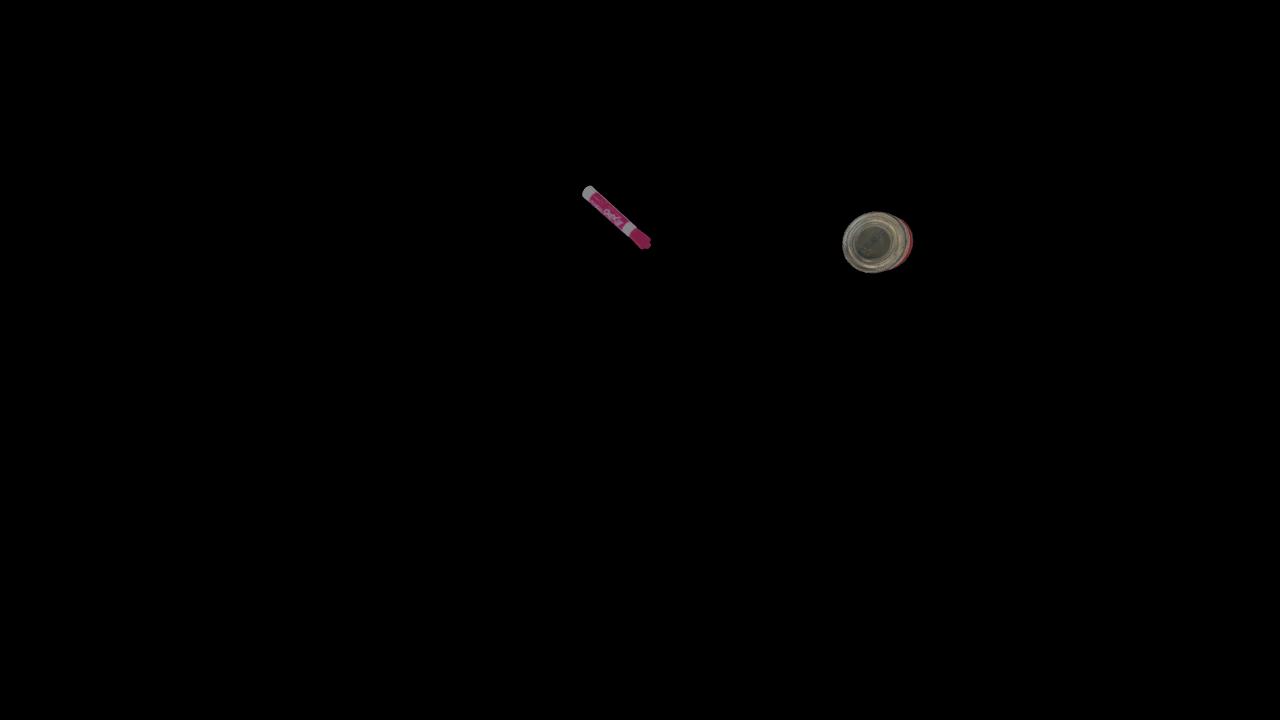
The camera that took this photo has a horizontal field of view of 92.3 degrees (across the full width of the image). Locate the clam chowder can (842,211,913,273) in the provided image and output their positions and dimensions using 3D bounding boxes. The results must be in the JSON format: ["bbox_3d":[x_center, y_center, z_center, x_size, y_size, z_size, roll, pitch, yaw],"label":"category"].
[{"bbox_3d":[0.273,-0.134,0.704,0.068,0.068,0.102,0,9,27],"label":"clam chowder can"}]

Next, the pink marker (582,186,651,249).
[{"bbox_3d":[-0.030,-0.186,0.805,0.121,0.020,0.020,45,17,18],"label":"pink marker"}]
